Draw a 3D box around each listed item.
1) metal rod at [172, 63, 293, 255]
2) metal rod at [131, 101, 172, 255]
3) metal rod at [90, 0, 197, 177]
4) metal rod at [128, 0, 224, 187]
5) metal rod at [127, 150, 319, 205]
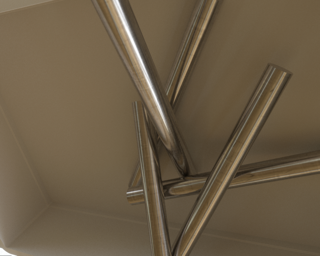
[{"bbox_3d":[0.062,0.069,0.352,0.025,0.025,0.298,27,116,11],"label":"metal rod"},{"bbox_3d":[-0.003,0.115,0.384,0.025,0.025,0.298,-8,89,31],"label":"metal rod"},{"bbox_3d":[0.000,-0.017,0.318,0.025,0.025,0.299,7,147,24],"label":"metal rod"},{"bbox_3d":[0.007,-0.019,0.391,0.025,0.025,0.298,29,128,9],"label":"metal rod"},{"bbox_3d":[0.093,0.058,0.366,0.300,0.025,0.025,-16,111,24],"label":"metal rod"}]
